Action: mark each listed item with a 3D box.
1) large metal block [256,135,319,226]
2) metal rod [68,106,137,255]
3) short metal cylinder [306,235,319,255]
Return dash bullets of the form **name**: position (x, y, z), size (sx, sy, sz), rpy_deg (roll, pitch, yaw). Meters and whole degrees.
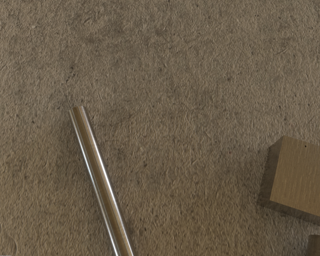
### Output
- **large metal block**: position (0.172, 0.064, 0.373), size (0.080, 0.050, 0.080), rpy_deg (18, 71, 6)
- **metal rod**: position (-0.056, 0.107, 0.368), size (0.025, 0.025, 0.299), rpy_deg (-21, 71, -7)
- **short metal cylinder**: position (0.198, 0.149, 0.326), size (0.080, 0.080, 0.050), rpy_deg (15, 71, 5)
